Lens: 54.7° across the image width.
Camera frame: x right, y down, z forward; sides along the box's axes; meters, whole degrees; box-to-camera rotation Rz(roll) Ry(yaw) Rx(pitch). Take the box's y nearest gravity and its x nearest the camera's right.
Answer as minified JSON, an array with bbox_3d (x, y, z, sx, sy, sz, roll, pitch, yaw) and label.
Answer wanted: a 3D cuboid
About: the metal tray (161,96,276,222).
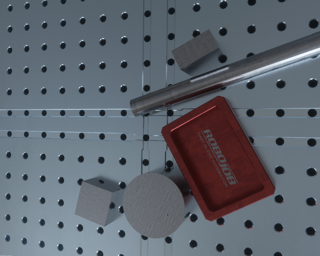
[{"bbox_3d":[0.071,0.037,0.384,0.090,0.030,0.130,-30,80,17],"label":"metal tray"}]

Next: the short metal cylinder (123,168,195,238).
[{"bbox_3d":[0.000,0.094,0.399,0.080,0.050,0.080,0,90,20],"label":"short metal cylinder"}]

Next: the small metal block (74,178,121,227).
[{"bbox_3d":[-0.089,0.106,0.444,0.050,0.025,0.050,16,95,19],"label":"small metal block"}]

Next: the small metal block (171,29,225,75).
[{"bbox_3d":[0.049,-0.091,0.382,0.050,0.050,0.025,-27,81,18],"label":"small metal block"}]

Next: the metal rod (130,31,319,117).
[{"bbox_3d":[0.101,-0.070,0.376,0.300,0.025,0.025,-18,84,19],"label":"metal rod"}]
